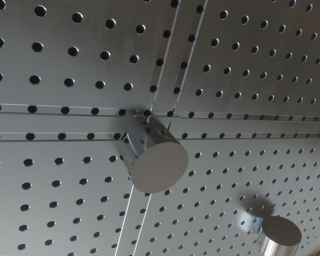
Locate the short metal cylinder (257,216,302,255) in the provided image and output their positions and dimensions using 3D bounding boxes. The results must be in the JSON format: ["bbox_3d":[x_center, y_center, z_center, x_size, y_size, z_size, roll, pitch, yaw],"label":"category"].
[{"bbox_3d":[0.252,0.235,0.659,0.081,0.080,0.050,-10,123,-23],"label":"short metal cylinder"}]

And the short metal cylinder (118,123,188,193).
[{"bbox_3d":[-0.009,0.040,0.415,0.081,0.050,0.079,-14,124,-21],"label":"short metal cylinder"}]
